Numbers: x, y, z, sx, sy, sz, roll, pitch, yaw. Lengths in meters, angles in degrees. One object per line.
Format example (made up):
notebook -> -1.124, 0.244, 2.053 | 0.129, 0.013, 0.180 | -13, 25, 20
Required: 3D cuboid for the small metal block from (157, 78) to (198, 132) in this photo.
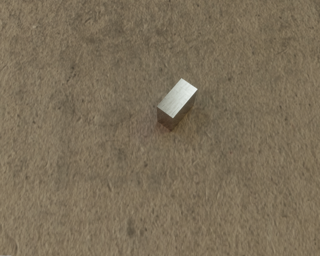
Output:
small metal block -> 0.022, -0.029, 0.406 | 0.025, 0.050, 0.050 | 37, 74, 12
